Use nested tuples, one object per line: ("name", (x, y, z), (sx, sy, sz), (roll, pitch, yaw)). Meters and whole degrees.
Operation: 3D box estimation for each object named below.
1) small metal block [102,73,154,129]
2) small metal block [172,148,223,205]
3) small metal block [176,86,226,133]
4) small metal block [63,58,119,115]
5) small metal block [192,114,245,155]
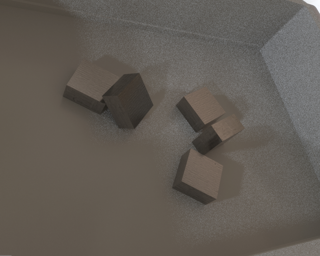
("small metal block", (-0.039, -0.034, 0.390), (0.050, 0.025, 0.050), (-55, 134, -39))
("small metal block", (0.049, 0.062, 0.396), (0.050, 0.025, 0.050), (29, 52, -11))
("small metal block", (0.061, -0.028, 0.457), (0.050, 0.025, 0.050), (-27, 77, -37))
("small metal block", (-0.086, -0.052, 0.392), (0.050, 0.025, 0.050), (27, 52, -12))
("small metal block", (0.080, 0.010, 0.429), (0.050, 0.050, 0.025), (-24, 75, -37))
